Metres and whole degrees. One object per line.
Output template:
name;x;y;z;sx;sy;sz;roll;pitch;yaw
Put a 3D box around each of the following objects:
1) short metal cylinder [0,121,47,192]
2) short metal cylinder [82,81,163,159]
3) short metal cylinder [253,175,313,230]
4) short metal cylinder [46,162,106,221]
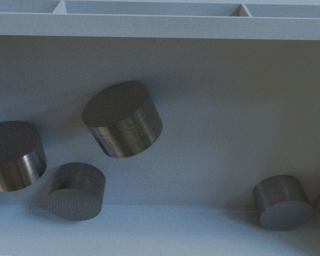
short metal cylinder;-0.193;0.035;0.400;0.081;0.080;0.050;1;130;-2
short metal cylinder;-0.043;-0.011;0.363;0.080;0.080;0.050;-15;129;12
short metal cylinder;0.196;0.121;0.499;0.081;0.050;0.079;0;130;0
short metal cylinder;-0.127;0.098;0.474;0.081;0.050;0.079;0;130;0
